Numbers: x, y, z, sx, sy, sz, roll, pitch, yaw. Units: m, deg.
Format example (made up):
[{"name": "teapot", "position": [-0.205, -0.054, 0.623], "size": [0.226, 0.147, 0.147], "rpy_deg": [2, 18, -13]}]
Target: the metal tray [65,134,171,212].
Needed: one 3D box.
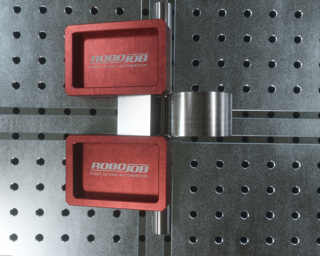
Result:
[{"name": "metal tray", "position": [-0.053, 0.054, 0.393], "size": [0.131, 0.030, 0.089], "rpy_deg": [1, 90, 12]}]

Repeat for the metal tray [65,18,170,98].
[{"name": "metal tray", "position": [-0.054, -0.085, 0.393], "size": [0.131, 0.030, 0.089], "rpy_deg": [0, 90, 12]}]

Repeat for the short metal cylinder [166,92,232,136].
[{"name": "short metal cylinder", "position": [0.048, -0.016, 0.383], "size": [0.081, 0.080, 0.050], "rpy_deg": [0, 90, 0]}]

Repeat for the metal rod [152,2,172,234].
[{"name": "metal rod", "position": [0.003, -0.013, 0.409], "size": [0.025, 0.025, 0.298], "rpy_deg": [0, 90, 0]}]

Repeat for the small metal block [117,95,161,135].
[{"name": "small metal block", "position": [-0.027, -0.016, 0.399], "size": [0.050, 0.025, 0.050], "rpy_deg": [1, 90, 31]}]
